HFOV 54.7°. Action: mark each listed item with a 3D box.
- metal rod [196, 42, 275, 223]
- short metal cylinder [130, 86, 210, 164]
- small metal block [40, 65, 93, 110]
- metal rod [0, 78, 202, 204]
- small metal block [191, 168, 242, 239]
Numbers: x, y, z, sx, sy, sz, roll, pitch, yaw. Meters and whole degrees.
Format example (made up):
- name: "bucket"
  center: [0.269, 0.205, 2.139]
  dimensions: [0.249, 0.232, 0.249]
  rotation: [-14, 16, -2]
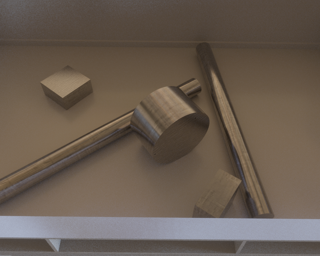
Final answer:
- name: "metal rod"
  center: [0.090, -0.019, 0.421]
  dimensions: [0.025, 0.025, 0.300]
  rotation: [-5, 50, -5]
- name: "short metal cylinder"
  center: [0.012, -0.003, 0.372]
  dimensions: [0.081, 0.080, 0.050]
  rotation: [-26, 55, -21]
- name: "small metal block"
  center: [-0.136, -0.060, 0.454]
  dimensions: [0.050, 0.025, 0.050]
  rotation: [33, 57, 24]
- name: "metal rod"
  center: [-0.067, 0.007, 0.398]
  dimensions: [0.302, 0.025, 0.025]
  rotation: [-30, 57, -23]
- name: "small metal block"
  center: [0.058, 0.079, 0.323]
  dimensions: [0.025, 0.050, 0.050]
  rotation: [28, 56, 21]
